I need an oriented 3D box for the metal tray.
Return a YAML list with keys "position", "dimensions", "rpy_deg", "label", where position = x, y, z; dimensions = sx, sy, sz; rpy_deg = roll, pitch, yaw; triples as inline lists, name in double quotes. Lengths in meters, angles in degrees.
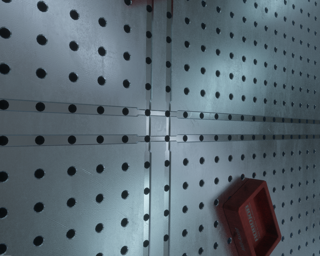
- position: [0.165, 0.166, 0.542]
  dimensions: [0.091, 0.030, 0.129]
  rpy_deg: [-32, 110, -35]
  label: "metal tray"
